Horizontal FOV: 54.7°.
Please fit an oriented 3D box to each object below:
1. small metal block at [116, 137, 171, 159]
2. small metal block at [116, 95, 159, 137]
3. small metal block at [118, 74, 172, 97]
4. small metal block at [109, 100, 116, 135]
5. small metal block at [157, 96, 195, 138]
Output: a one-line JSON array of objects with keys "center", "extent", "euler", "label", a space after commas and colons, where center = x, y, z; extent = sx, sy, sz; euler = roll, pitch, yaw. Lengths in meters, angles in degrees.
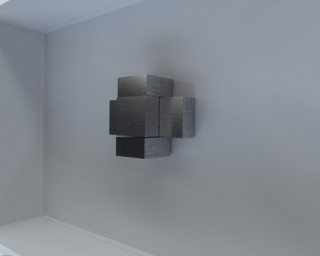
[{"center": [-0.022, 0.024, 0.404], "extent": [0.050, 0.050, 0.025], "euler": [1, 91, 40], "label": "small metal block"}, {"center": [-0.029, -0.015, 0.395], "extent": [0.050, 0.025, 0.050], "euler": [1, 91, 39], "label": "small metal block"}, {"center": [-0.019, -0.052, 0.404], "extent": [0.050, 0.050, 0.025], "euler": [1, 91, 40], "label": "small metal block"}, {"center": [-0.046, -0.015, 0.442], "extent": [0.050, 0.025, 0.050], "euler": [1, 91, 40], "label": "small metal block"}, {"center": [0.016, -0.013, 0.392], "extent": [0.050, 0.025, 0.050], "euler": [1, 91, 39], "label": "small metal block"}]
